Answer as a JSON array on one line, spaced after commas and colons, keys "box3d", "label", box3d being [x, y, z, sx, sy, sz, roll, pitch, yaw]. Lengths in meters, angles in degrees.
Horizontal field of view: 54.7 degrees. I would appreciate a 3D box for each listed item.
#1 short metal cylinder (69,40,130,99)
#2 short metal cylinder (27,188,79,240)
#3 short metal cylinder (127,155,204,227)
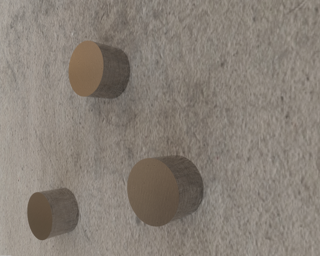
[{"box3d": [-0.091, -0.085, 0.461, 0.080, 0.050, 0.079, 0, 90, 39], "label": "short metal cylinder"}, {"box3d": [-0.187, 0.148, 0.540, 0.080, 0.050, 0.079, 0, 90, 39], "label": "short metal cylinder"}, {"box3d": [0.006, 0.075, 0.382, 0.080, 0.050, 0.079, 0, 90, 39], "label": "short metal cylinder"}]
